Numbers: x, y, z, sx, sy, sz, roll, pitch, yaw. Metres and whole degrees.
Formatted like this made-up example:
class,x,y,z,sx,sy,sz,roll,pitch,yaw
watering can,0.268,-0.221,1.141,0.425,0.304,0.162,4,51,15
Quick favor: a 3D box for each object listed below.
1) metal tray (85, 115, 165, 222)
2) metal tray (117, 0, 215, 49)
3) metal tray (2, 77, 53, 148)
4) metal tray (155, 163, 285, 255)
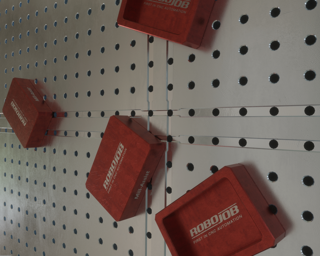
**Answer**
class,x,y,z,sx,sy,sz,roll,pitch,yaw
metal tray,-0.055,0.057,0.453,0.090,0.030,0.129,36,112,34
metal tray,0.006,-0.163,0.402,0.130,0.030,0.089,29,108,36
metal tray,-0.275,-0.032,0.635,0.130,0.030,0.090,45,117,30
metal tray,0.061,0.111,0.356,0.129,0.030,0.090,-43,64,31
